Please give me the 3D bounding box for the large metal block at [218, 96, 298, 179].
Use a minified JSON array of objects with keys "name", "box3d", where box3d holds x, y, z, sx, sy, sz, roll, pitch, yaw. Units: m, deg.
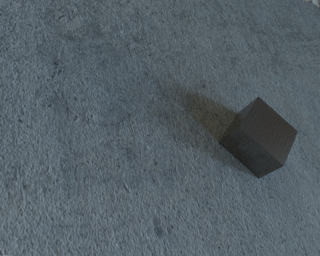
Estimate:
[{"name":"large metal block","box3d":[0.147,0.013,0.461,0.080,0.050,0.080,42,51,0]}]
